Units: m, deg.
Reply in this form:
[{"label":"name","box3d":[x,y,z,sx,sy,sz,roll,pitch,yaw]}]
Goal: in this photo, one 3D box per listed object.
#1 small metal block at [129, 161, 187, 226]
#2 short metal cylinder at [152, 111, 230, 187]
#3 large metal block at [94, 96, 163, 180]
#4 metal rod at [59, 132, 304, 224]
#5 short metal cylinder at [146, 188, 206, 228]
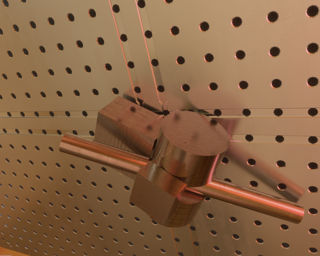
[{"label":"small metal block","box3d":[-0.003,0.074,0.352,0.050,0.025,0.050,31,129,18]},{"label":"short metal cylinder","box3d":[0.035,0.023,0.367,0.080,0.080,0.050,25,127,13]},{"label":"large metal block","box3d":[-0.040,0.016,0.419,0.080,0.050,0.079,26,128,12]},{"label":"metal rod","box3d":[0.027,0.061,0.379,0.302,0.025,0.025,17,127,-1]},{"label":"short metal cylinder","box3d":[0.019,0.083,0.412,0.080,0.080,0.050,27,128,11]}]
